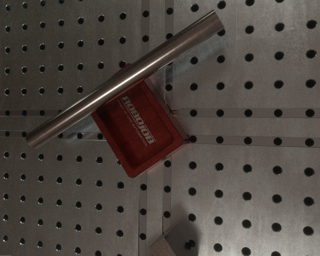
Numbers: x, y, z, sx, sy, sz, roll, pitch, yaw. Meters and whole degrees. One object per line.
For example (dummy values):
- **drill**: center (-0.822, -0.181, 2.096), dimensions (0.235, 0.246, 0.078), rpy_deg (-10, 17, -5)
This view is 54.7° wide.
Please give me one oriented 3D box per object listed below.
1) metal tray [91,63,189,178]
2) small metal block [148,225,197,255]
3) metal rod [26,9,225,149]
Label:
- **metal tray**: center (-0.034, -0.010, 0.420), dimensions (0.090, 0.030, 0.130), rpy_deg (-36, 79, 16)
- **small metal block**: center (0.018, 0.158, 0.392), dimensions (0.025, 0.050, 0.050), rpy_deg (-38, 78, 16)
- **metal rod**: center (-0.057, -0.054, 0.398), dimensions (0.300, 0.025, 0.025), rpy_deg (-30, 81, 17)
